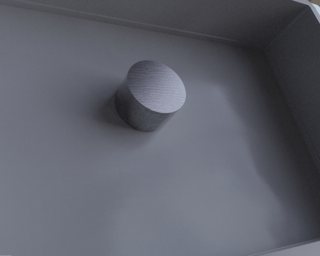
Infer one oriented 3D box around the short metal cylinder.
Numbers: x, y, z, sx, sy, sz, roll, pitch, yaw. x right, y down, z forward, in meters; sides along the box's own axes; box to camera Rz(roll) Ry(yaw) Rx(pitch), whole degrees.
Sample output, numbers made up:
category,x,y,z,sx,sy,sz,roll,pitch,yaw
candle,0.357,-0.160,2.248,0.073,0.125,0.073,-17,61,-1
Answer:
category,x,y,z,sx,sy,sz,roll,pitch,yaw
short metal cylinder,-0.013,-0.041,0.407,0.081,0.050,0.080,13,56,-21
